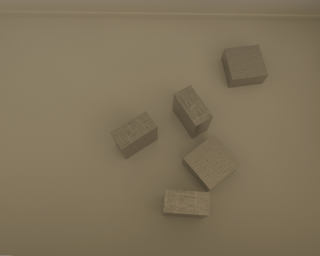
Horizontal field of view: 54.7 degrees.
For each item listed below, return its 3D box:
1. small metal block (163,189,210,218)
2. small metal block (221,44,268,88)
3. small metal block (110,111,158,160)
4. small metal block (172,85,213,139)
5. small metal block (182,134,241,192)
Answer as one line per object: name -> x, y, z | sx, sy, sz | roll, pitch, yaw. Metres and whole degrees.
small metal block -> 0.029, 0.090, 0.364 | 0.050, 0.050, 0.025 | 4, 70, 1
small metal block -> 0.120, -0.088, 0.442 | 0.050, 0.025, 0.050 | -8, 70, -3
small metal block -> -0.031, 0.010, 0.392 | 0.050, 0.050, 0.025 | -32, 73, -11
small metal block -> 0.041, -0.020, 0.404 | 0.025, 0.050, 0.050 | -30, 73, -10
small metal block -> 0.064, 0.045, 0.393 | 0.050, 0.025, 0.050 | -37, 74, -12
